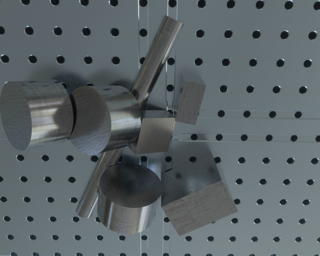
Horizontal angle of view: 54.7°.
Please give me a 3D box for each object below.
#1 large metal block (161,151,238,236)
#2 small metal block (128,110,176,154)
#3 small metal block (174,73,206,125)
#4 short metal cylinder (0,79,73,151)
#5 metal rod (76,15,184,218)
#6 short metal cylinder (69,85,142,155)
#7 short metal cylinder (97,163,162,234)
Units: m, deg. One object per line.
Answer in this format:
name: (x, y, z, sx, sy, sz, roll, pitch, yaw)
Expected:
large metal block: (0.049, 0.085, 0.416, 0.080, 0.080, 0.050, -26, 108, 9)
small metal block: (-0.011, 0.005, 0.402, 0.050, 0.025, 0.050, -2, 116, -33)
small metal block: (0.036, -0.037, 0.386, 0.025, 0.050, 0.050, 11, 110, -4)
short metal cylinder: (-0.148, -0.017, 0.370, 0.080, 0.050, 0.079, 11, 106, 41)
metal rod: (-0.047, -0.002, 0.412, 0.025, 0.025, 0.298, 24, 108, -9)
short metal cylinder: (-0.069, -0.011, 0.375, 0.080, 0.050, 0.079, 7, 101, 36)
short metal cylinder: (-0.041, 0.092, 0.413, 0.081, 0.080, 0.050, 10, 123, -4)
